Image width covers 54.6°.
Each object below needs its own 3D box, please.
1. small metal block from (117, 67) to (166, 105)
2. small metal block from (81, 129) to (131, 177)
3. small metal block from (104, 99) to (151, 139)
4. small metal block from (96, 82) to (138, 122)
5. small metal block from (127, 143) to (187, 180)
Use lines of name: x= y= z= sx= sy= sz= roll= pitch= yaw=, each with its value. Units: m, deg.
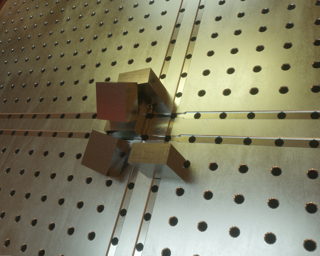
small metal block: x=-0.026 y=-0.057 z=0.442 sx=0.050 sy=0.050 sz=0.025 roll=-6 pitch=59 yaw=25
small metal block: x=-0.074 y=0.034 z=0.419 sx=0.050 sy=0.025 sz=0.050 roll=17 pitch=87 yaw=34
small metal block: x=-0.046 y=-0.012 z=0.441 sx=0.050 sy=0.025 sz=0.050 roll=0 pitch=61 yaw=28
small metal block: x=-0.057 y=-0.036 z=0.413 sx=0.050 sy=0.025 sz=0.050 roll=7 pitch=102 yaw=31
small metal block: x=-0.002 y=0.040 z=0.370 sx=0.050 sy=0.050 sz=0.025 roll=0 pitch=62 yaw=28
